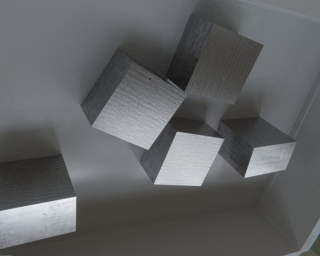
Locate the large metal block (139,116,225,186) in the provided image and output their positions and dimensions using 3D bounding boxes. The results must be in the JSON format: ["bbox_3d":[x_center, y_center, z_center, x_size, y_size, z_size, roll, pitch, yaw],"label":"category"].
[{"bbox_3d":[0.029,0.032,0.430,0.081,0.050,0.079,9,114,-33],"label":"large metal block"}]

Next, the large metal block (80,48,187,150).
[{"bbox_3d":[-0.031,-0.032,0.358,0.080,0.050,0.080,27,104,-38],"label":"large metal block"}]

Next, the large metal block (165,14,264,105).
[{"bbox_3d":[0.065,-0.082,0.379,0.081,0.050,0.079,10,114,-33],"label":"large metal block"}]

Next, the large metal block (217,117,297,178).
[{"bbox_3d":[0.140,0.025,0.468,0.081,0.080,0.050,-5,121,-26],"label":"large metal block"}]

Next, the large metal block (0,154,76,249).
[{"bbox_3d":[-0.143,0.077,0.344,0.081,0.080,0.050,-6,121,-26],"label":"large metal block"}]
